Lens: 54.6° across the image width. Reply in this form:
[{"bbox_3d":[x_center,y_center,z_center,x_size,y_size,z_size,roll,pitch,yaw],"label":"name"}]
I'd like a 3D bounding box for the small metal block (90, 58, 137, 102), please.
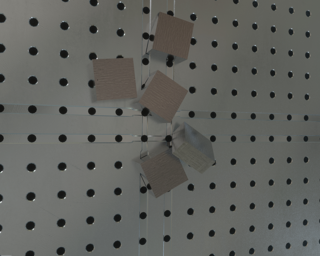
[{"bbox_3d":[-0.059,-0.060,0.391,0.050,0.025,0.050,-7,93,-20],"label":"small metal block"}]

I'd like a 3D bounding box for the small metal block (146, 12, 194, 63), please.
[{"bbox_3d":[0.014,-0.121,0.417,0.050,0.025,0.050,12,86,-20],"label":"small metal block"}]

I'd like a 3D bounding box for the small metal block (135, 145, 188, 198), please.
[{"bbox_3d":[0.002,0.057,0.413,0.050,0.025,0.050,-27,99,-18],"label":"small metal block"}]

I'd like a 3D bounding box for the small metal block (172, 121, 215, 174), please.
[{"bbox_3d":[0.044,0.025,0.412,0.050,0.050,0.025,36,115,-17],"label":"small metal block"}]

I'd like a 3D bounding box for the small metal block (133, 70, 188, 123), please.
[{"bbox_3d":[0.001,-0.041,0.413,0.050,0.025,0.050,32,79,-17],"label":"small metal block"}]
